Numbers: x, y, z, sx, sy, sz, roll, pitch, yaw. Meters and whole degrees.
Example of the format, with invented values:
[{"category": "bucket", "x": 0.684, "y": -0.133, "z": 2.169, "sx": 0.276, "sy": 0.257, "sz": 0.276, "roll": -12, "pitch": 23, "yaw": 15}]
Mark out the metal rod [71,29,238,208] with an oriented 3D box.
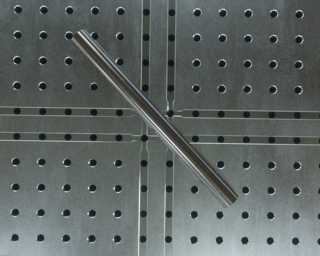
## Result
[{"category": "metal rod", "x": -0.007, "y": -0.012, "z": 0.414, "sx": 0.025, "sy": 0.025, "sz": 0.300, "roll": -43, "pitch": 90, "yaw": 0}]
